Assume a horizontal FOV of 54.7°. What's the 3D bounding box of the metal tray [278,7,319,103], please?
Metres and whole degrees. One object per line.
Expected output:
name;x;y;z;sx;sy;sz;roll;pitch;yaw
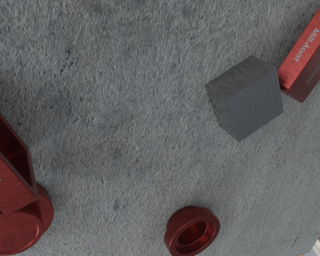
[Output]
metal tray;0.221;-0.105;0.445;0.091;0.030;0.129;11;114;-53

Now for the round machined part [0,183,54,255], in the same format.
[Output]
round machined part;-0.178;0.112;0.369;0.099;0.042;0.097;-14;125;-21

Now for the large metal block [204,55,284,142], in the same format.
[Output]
large metal block;0.119;-0.041;0.433;0.080;0.050;0.080;-33;129;-7

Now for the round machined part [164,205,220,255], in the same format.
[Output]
round machined part;0.051;0.173;0.533;0.099;0.042;0.097;-14;125;-21

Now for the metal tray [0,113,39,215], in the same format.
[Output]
metal tray;-0.162;0.007;0.280;0.030;0.090;0.129;-29;129;-10
